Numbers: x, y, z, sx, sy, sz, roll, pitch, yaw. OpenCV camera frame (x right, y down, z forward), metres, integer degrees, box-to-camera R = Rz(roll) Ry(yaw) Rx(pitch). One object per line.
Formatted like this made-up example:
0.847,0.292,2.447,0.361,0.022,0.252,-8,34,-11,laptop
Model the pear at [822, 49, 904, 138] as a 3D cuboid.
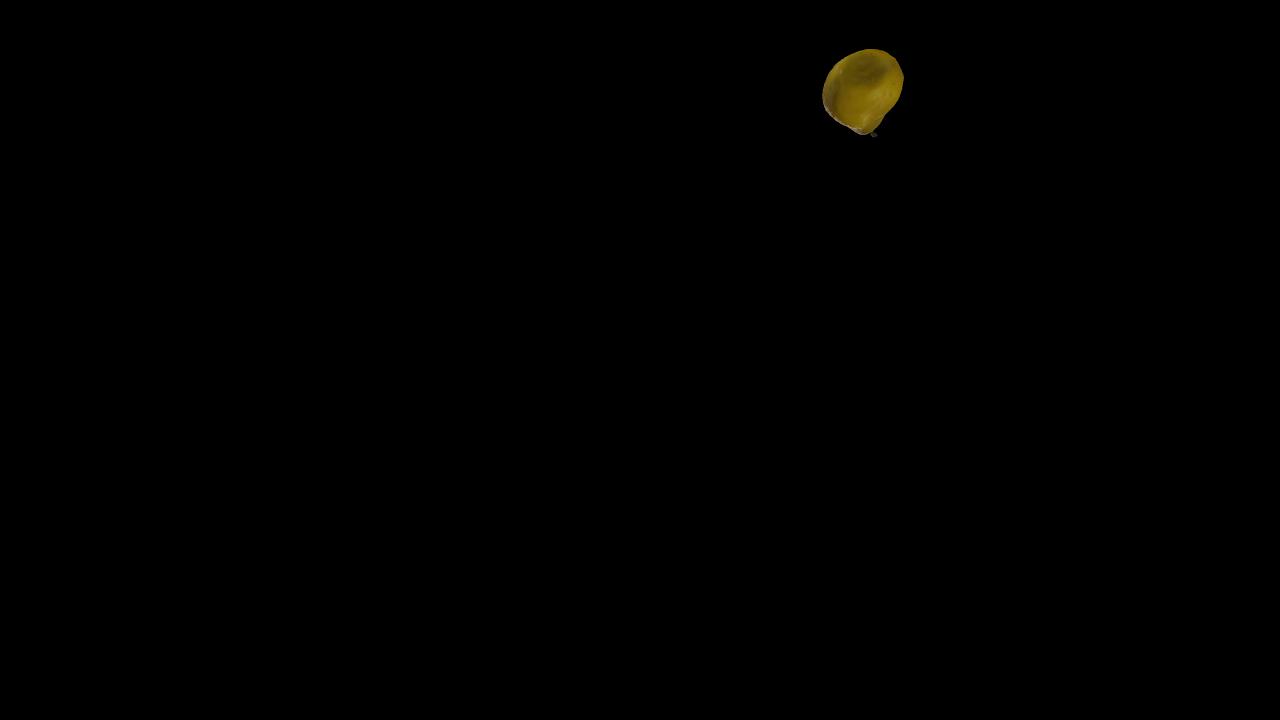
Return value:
0.239,-0.276,0.666,0.080,0.080,0.111,0,-21,15,pear
